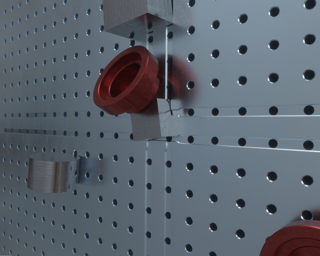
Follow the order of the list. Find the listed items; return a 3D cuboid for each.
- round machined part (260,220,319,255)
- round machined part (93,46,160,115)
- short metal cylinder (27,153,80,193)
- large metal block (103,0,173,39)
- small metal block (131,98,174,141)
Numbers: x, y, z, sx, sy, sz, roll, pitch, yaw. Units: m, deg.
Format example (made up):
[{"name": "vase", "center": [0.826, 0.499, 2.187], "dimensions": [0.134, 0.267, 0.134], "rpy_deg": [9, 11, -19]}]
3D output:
[{"name": "round machined part", "center": [0.144, 0.132, 0.279], "dimensions": [0.098, 0.042, 0.097], "rpy_deg": [0, 90, 40]}, {"name": "round machined part", "center": [-0.040, -0.058, 0.414], "dimensions": [0.098, 0.042, 0.098], "rpy_deg": [-25, 45, 29]}, {"name": "short metal cylinder", "center": [-0.178, 0.073, 0.521], "dimensions": [0.080, 0.081, 0.050], "rpy_deg": [10, 96, 39]}, {"name": "large metal block", "center": [-0.032, -0.175, 0.420], "dimensions": [0.080, 0.050, 0.080], "rpy_deg": [-6, 86, 40]}, {"name": "small metal block", "center": [-0.012, -0.010, 0.419], "dimensions": [0.050, 0.025, 0.050], "rpy_deg": [-11, 83, 39]}]
